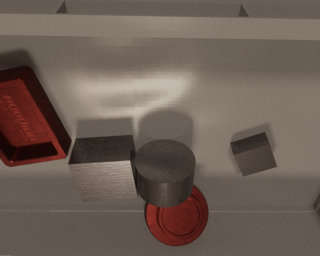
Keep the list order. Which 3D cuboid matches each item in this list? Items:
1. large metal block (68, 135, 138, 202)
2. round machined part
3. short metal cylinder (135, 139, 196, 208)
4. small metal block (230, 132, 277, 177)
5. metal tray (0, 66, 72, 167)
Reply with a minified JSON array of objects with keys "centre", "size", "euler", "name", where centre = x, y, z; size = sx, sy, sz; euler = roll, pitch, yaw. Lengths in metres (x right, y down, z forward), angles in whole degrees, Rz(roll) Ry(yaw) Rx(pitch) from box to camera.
[{"centre":[-0.075,0.058,0.441],"size":[0.080,0.050,0.079],"euler":[-4,130,3],"name":"large metal block"},{"centre":[0.027,0.131,0.473],"size":[0.099,0.097,0.042],"euler":[9,173,-9],"name":"round machined part"},{"centre":[0.007,0.061,0.425],"size":[0.081,0.080,0.050],"euler":[0,130,-1],"name":"short metal cylinder"},{"centre":[0.134,0.039,0.444],"size":[0.050,0.025,0.050],"euler":[-20,128,15],"name":"small metal block"},{"centre":[-0.182,-0.009,0.395],"size":[0.090,0.030,0.129],"euler":[-9,130,7],"name":"metal tray"}]
